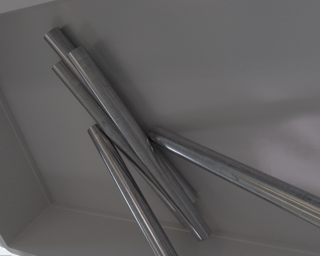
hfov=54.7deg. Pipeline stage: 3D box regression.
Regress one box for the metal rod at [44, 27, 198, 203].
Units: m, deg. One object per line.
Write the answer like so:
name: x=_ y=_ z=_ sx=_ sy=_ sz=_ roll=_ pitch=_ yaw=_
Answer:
metal rod: x=-0.049 y=-0.009 z=0.428 sx=0.025 sy=0.025 sz=0.300 roll=-33 pitch=101 yaw=38

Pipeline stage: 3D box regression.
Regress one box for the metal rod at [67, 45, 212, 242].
metal rod: x=-0.022 y=0.026 z=0.408 sx=0.025 sy=0.025 sz=0.299 roll=-28 pitch=101 yaw=37

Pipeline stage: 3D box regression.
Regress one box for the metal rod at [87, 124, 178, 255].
metal rod: x=-0.020 y=0.118 z=0.410 sx=0.299 sy=0.025 sz=0.025 roll=57 pitch=132 yaw=21

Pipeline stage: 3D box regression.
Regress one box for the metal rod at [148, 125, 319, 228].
metal rod: x=0.094 y=0.054 z=0.319 sx=0.300 sy=0.025 sz=0.025 roll=24 pitch=131 yaw=42

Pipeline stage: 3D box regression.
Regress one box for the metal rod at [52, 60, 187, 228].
metal rod: x=-0.047 y=0.027 z=0.450 sx=0.025 sy=0.025 sz=0.300 roll=-32 pitch=101 yaw=38
